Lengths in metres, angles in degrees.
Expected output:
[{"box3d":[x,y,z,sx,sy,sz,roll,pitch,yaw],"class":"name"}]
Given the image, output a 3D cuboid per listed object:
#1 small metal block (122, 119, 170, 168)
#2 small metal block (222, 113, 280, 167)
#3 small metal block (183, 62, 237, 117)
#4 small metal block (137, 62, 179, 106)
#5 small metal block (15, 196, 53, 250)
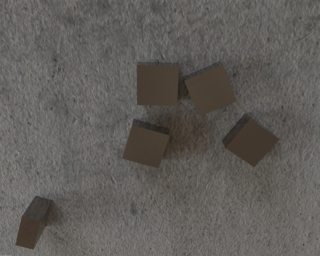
[{"box3d":[-0.019,0.021,0.417,0.050,0.025,0.050,16,109,-7],"class":"small metal block"},{"box3d":[0.121,0.016,0.418,0.050,0.025,0.050,33,106,-12],"class":"small metal block"},{"box3d":[0.062,-0.050,0.392,0.050,0.025,0.050,-23,109,7],"class":"small metal block"},{"box3d":[-0.003,-0.056,0.389,0.050,0.025,0.050,1,110,-1],"class":"small metal block"},{"box3d":[-0.180,0.134,0.444,0.025,0.050,0.050,17,109,-7],"class":"small metal block"}]
